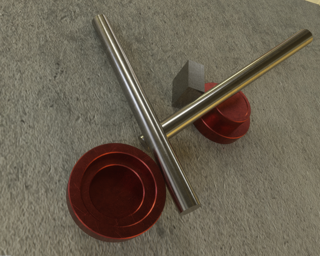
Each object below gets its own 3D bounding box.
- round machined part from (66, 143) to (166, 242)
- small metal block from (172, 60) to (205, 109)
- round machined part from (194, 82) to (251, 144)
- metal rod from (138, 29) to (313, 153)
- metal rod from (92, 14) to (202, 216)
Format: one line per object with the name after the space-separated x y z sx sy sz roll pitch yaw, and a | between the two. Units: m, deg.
-0.047 0.068 0.323 0.099 0.042 0.098 10 59 -18 | round machined part
0.040 -0.061 0.446 0.025 0.050 0.050 17 55 -19 | small metal block
0.095 -0.028 0.461 0.099 0.042 0.098 14 56 -21 | round machined part
0.100 -0.059 0.426 0.302 0.025 0.025 -33 80 -17 | metal rod
-0.028 -0.036 0.384 0.025 0.025 0.299 -8 58 -32 | metal rod
